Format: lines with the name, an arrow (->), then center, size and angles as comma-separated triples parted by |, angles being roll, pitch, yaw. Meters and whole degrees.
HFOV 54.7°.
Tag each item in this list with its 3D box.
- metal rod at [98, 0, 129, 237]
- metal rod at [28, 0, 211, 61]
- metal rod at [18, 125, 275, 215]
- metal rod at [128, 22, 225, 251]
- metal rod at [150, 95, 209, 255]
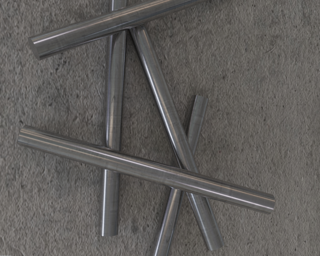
metal rod -> -0.058, -0.018, 0.387 | 0.025, 0.025, 0.298 | 3, 89, -20
metal rod -> -0.010, -0.146, 0.383 | 0.302, 0.025, 0.025 | -29, 100, -26
metal rod -> -0.012, 0.050, 0.364 | 0.302, 0.025, 0.025 | 16, 84, -4
metal rod -> 0.020, 0.009, 0.395 | 0.025, 0.025, 0.299 | -19, 89, -19
metal rod -> 0.017, 0.102, 0.415 | 0.025, 0.025, 0.299 | 17, 84, -19
